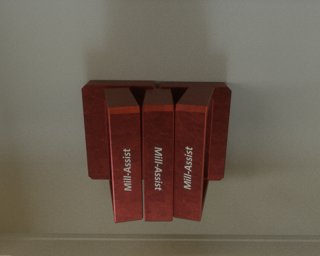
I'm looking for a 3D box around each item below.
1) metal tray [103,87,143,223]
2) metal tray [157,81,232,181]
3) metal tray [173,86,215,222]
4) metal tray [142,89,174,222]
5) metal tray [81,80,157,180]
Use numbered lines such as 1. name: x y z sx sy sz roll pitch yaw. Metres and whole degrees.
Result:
1. metal tray: -0.042 0.027 0.349 0.030 0.090 0.129 -4 111 -12
2. metal tray: 0.041 0.006 0.409 0.091 0.030 0.129 0 110 -1
3. metal tray: 0.039 0.025 0.350 0.030 0.090 0.129 5 111 13
4. metal tray: -0.002 0.027 0.351 0.030 0.090 0.129 0 108 0
5. metal tray: -0.050 0.004 0.407 0.091 0.030 0.129 0 110 -1
